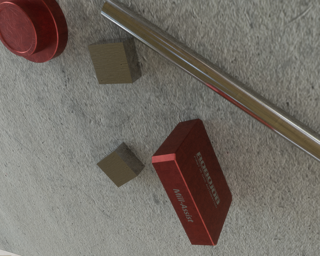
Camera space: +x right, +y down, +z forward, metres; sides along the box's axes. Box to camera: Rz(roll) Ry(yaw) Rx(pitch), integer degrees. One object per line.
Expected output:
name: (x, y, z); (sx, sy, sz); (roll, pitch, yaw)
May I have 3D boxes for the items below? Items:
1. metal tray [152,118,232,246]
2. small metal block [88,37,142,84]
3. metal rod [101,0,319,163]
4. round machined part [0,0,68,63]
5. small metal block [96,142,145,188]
metal tray: (0.045, 0.065, 0.380); (0.030, 0.090, 0.129); (-12, 113, 33)
small metal block: (-0.055, -0.083, 0.383); (0.050, 0.025, 0.050); (2, 120, 26)
metal rod: (0.064, -0.052, 0.340); (0.301, 0.025, 0.025); (35, 129, 4)
round machined part: (-0.174, -0.132, 0.403); (0.098, 0.042, 0.097); (13, 124, 20)
small metal block: (-0.060, 0.057, 0.472); (0.050, 0.025, 0.050); (49, 128, -7)
